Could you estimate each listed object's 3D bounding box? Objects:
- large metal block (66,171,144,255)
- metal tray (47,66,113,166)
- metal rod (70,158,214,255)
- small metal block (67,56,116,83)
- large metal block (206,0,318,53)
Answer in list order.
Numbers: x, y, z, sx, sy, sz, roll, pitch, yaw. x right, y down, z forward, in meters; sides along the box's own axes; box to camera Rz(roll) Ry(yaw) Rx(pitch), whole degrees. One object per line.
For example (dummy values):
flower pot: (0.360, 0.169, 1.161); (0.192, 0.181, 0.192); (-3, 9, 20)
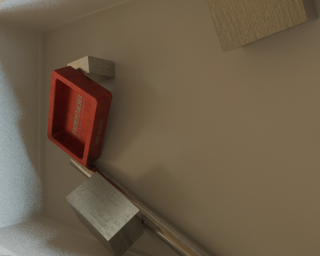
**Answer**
large metal block: (-0.070, 0.117, 0.411); (0.080, 0.050, 0.080); (36, 151, 25)
metal tray: (-0.125, -0.016, 0.466); (0.090, 0.030, 0.129); (33, 128, 19)
metal rod: (-0.032, 0.111, 0.431); (0.300, 0.025, 0.025); (28, 108, 36)
small metal block: (-0.105, -0.088, 0.474); (0.050, 0.050, 0.025); (-9, 84, 39)
large metal block: (0.094, -0.127, 0.298); (0.080, 0.050, 0.080); (-14, 99, 39)
